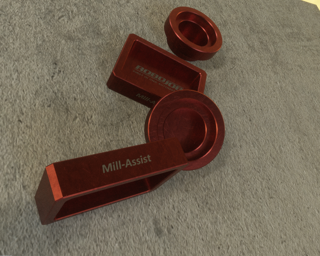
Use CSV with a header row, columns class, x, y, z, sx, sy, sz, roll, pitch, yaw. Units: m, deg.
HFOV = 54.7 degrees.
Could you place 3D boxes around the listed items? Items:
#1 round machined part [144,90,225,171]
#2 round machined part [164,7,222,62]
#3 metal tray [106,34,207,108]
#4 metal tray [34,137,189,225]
class,x,y,z,sx,sy,sz,roll,pitch,yaw
round machined part,0.028,0.003,0.391,0.099,0.042,0.097,1,87,-16
round machined part,0.051,-0.150,0.514,0.099,0.042,0.098,14,56,-21
metal tray,0.000,-0.070,0.444,0.131,0.030,0.090,25,53,-14
metal tray,-0.048,0.052,0.305,0.131,0.090,0.030,-10,67,-33
